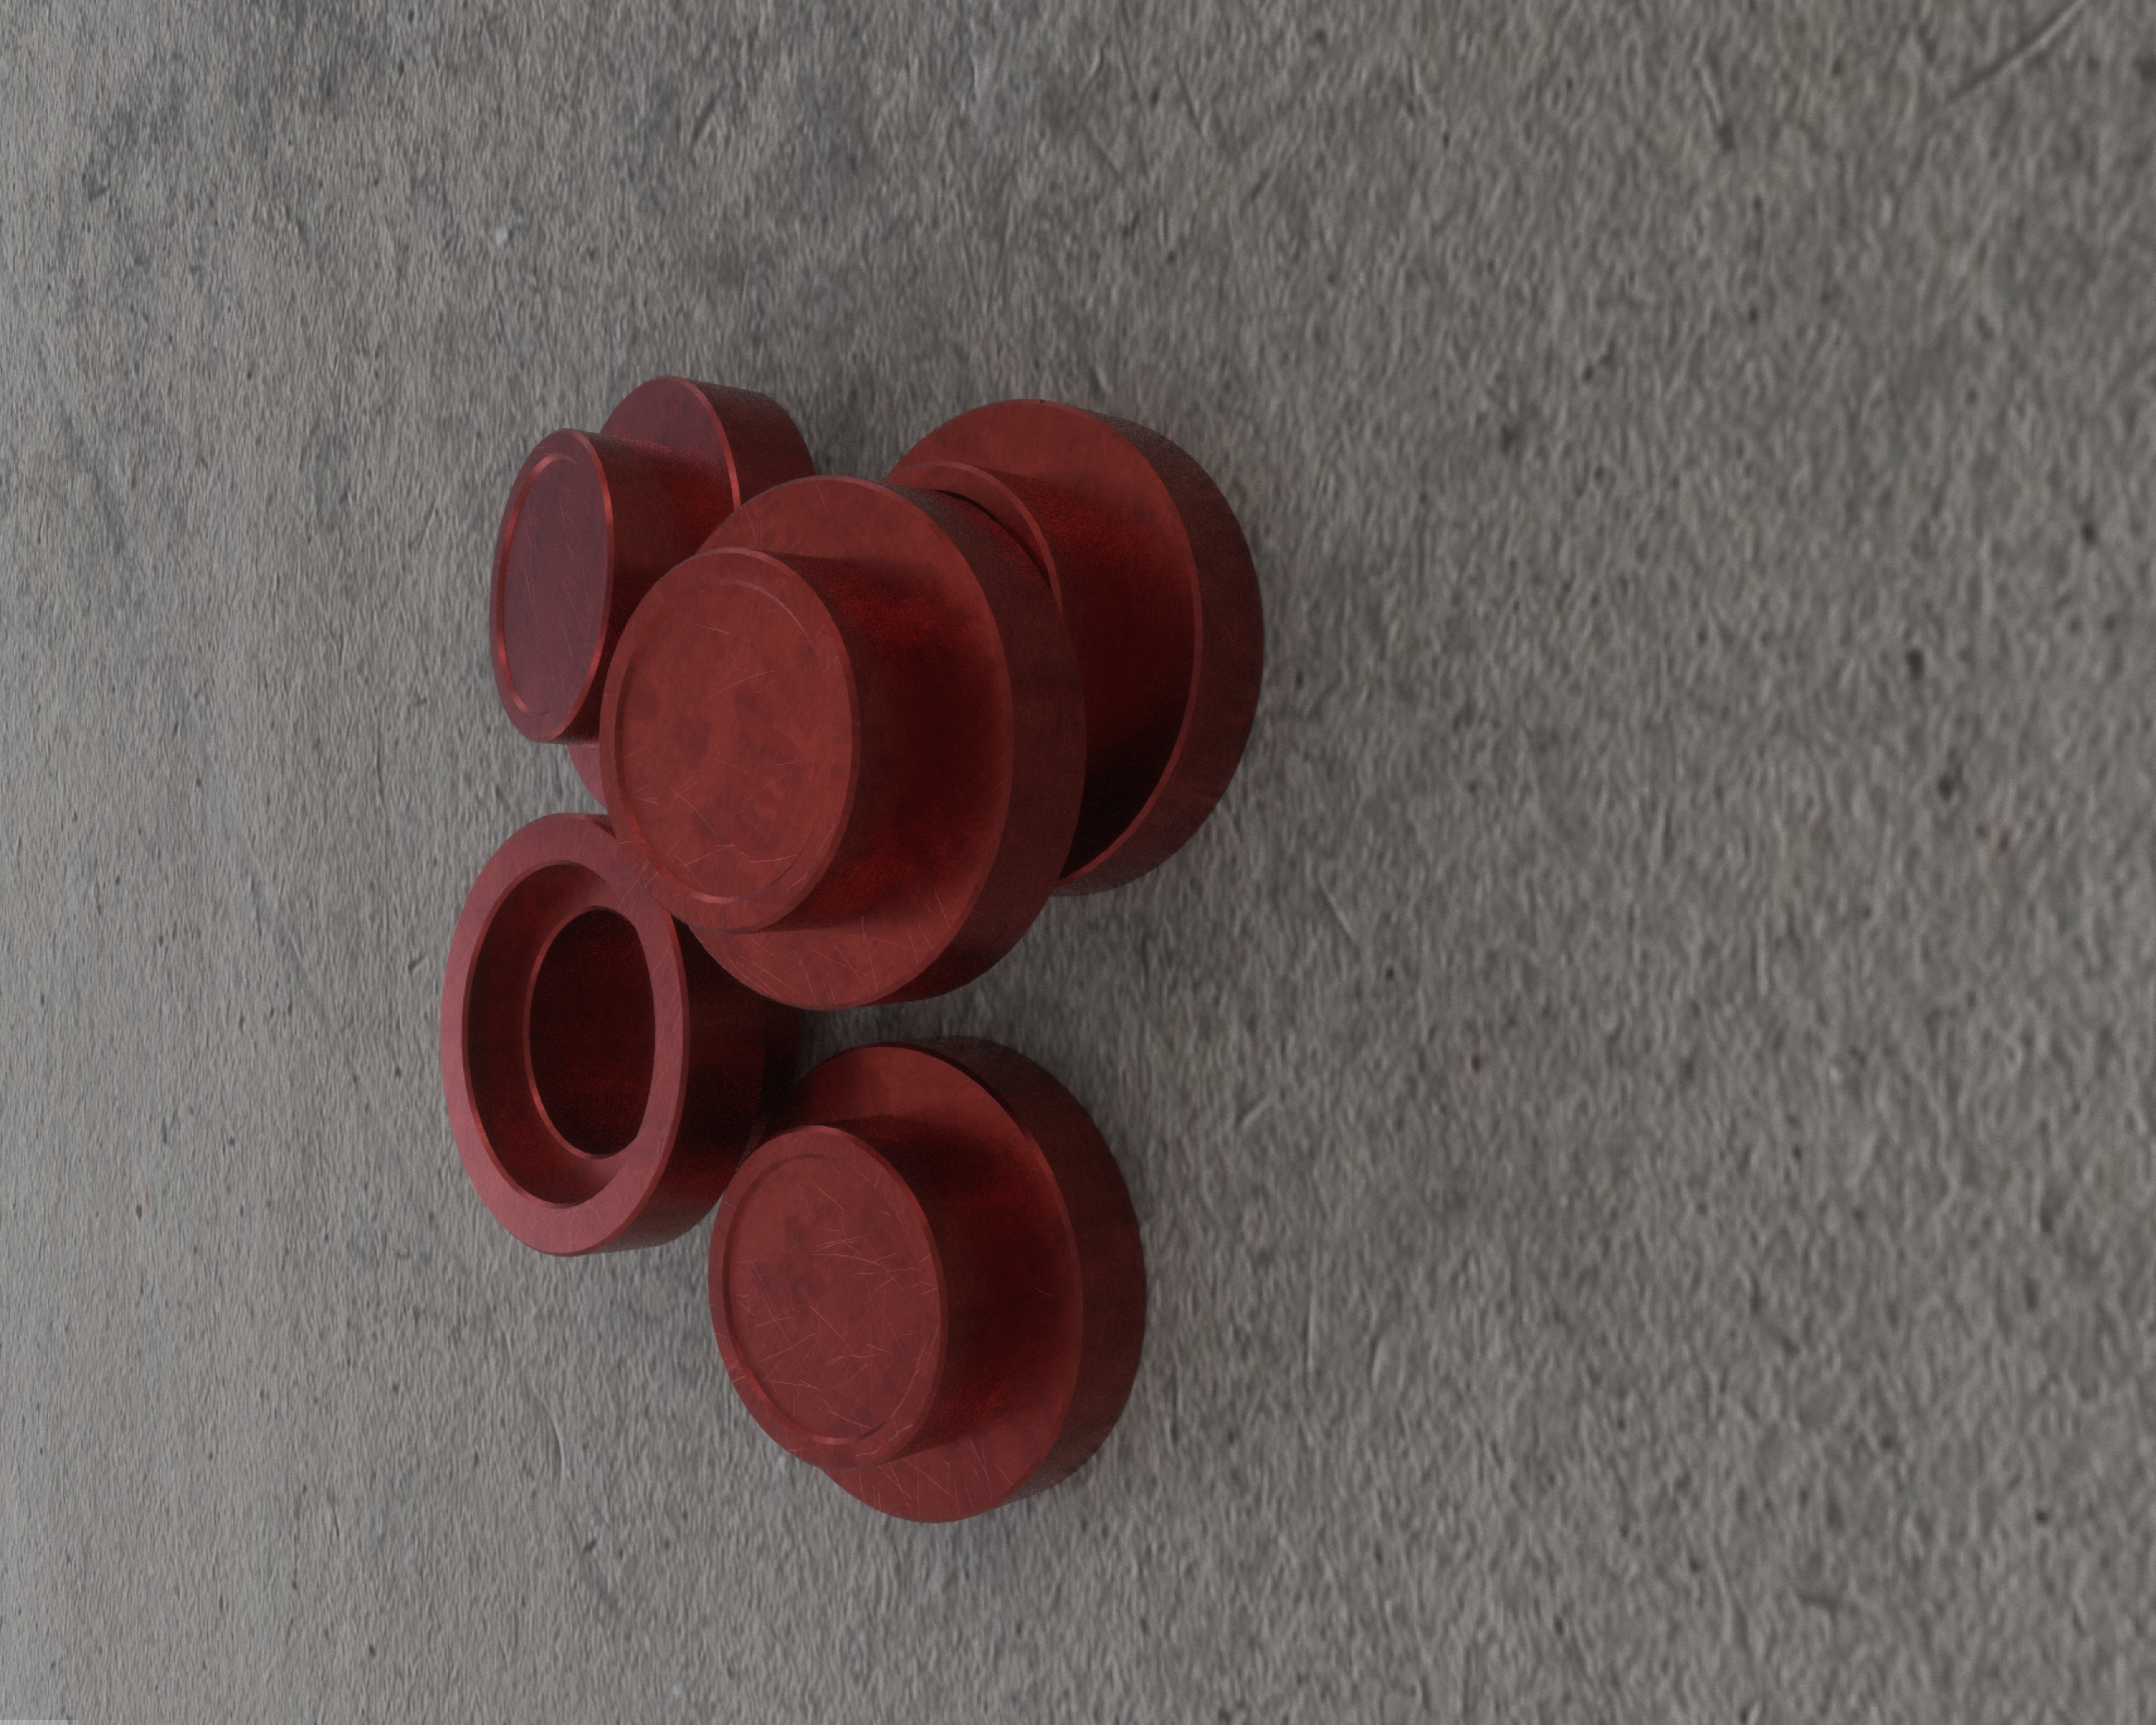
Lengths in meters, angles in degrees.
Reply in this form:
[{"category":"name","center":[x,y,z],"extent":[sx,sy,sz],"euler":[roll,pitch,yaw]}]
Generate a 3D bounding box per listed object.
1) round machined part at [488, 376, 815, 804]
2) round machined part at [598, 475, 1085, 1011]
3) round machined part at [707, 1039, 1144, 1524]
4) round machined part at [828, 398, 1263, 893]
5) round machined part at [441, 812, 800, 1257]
[{"category":"round machined part","center":[-0.097,-0.058,0.460],"extent":[0.098,0.042,0.097],"euler":[-6,83,54]},{"category":"round machined part","center":[-0.050,-0.022,0.380],"extent":[0.098,0.042,0.097],"euler":[1,92,39]},{"category":"round machined part","center":[-0.038,0.085,0.425],"extent":[0.098,0.042,0.097],"euler":[0,90,40]},{"category":"round machined part","center":[-0.016,-0.042,0.407],"extent":[0.098,0.042,0.097],"euler":[0,90,40]},{"category":"round machined part","center":[-0.101,0.038,0.474],"extent":[0.098,0.042,0.097],"euler":[-3,86,43]}]
